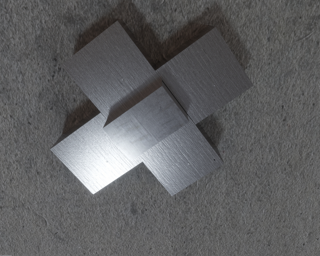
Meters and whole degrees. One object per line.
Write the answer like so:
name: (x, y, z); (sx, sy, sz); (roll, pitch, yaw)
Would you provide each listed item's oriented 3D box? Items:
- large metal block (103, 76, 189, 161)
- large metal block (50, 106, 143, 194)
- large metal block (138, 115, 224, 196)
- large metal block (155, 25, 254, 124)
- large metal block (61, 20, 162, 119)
large metal block: (-0.016, -0.017, 0.375); (0.080, 0.080, 0.050); (-34, 107, 11)
large metal block: (-0.078, 0.025, 0.405); (0.080, 0.050, 0.080); (-35, 107, 11)
large metal block: (0.024, 0.028, 0.408); (0.080, 0.050, 0.080); (-35, 107, 11)
large metal block: (0.051, -0.065, 0.374); (0.080, 0.050, 0.080); (-35, 107, 11)
large metal block: (-0.054, -0.070, 0.370); (0.080, 0.050, 0.080); (-35, 107, 11)
